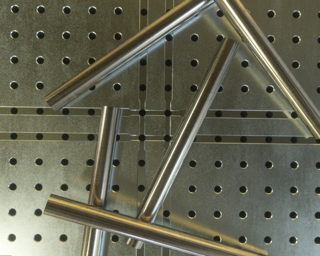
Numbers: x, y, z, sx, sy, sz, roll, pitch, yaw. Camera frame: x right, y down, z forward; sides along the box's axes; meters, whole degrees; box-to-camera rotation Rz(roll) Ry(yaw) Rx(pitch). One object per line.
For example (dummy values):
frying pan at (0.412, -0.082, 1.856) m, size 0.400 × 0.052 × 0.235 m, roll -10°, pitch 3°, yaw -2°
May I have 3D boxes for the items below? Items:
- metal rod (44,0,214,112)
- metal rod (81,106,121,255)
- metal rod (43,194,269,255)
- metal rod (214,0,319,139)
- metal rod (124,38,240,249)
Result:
metal rod at (-0.021, -0.118, 0.413) m, size 0.301 × 0.025 × 0.025 m, roll -35°, pitch 90°, yaw -1°
metal rod at (-0.086, 0.120, 0.412) m, size 0.025 × 0.025 × 0.298 m, roll 8°, pitch 90°, yaw -1°
metal rod at (0.007, 0.138, 0.392) m, size 0.302 × 0.025 × 0.025 m, roll 19°, pitch 90°, yaw -9°
metal rod at (0.126, -0.109, 0.398) m, size 0.025 × 0.025 × 0.300 m, roll -39°, pitch 97°, yaw 0°
metal rod at (0.030, 0.020, 0.413) m, size 0.025 × 0.025 × 0.299 m, roll 26°, pitch 90°, yaw -1°
